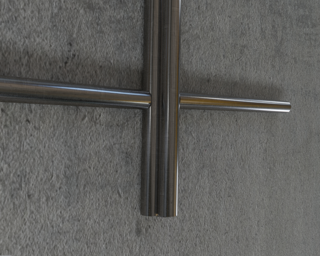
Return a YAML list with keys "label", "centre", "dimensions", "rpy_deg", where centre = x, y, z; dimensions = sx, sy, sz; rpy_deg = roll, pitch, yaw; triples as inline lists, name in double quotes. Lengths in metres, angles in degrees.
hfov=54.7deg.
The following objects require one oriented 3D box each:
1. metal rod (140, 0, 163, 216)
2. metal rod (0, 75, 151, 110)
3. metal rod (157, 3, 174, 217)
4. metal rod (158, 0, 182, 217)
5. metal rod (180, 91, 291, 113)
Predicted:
- label: "metal rod"
  centre: [-0.010, -0.039, 0.401]
  dimensions: [0.025, 0.025, 0.298]
  rpy_deg: [2, 89, -40]
- label: "metal rod"
  centre: [-0.134, -0.036, 0.294]
  dimensions: [0.302, 0.025, 0.025]
  rpy_deg: [0, 90, -40]
- label: "metal rod"
  centre: [0.009, -0.033, 0.417]
  dimensions: [0.025, 0.025, 0.298]
  rpy_deg: [2, 89, -40]
- label: "metal rod"
  centre: [0.013, -0.040, 0.392]
  dimensions: [0.025, 0.025, 0.298]
  rpy_deg: [2, 89, -40]
- label: "metal rod"
  centre: [0.135, -0.040, 0.522]
  dimensions: [0.302, 0.025, 0.025]
  rpy_deg: [-1, 91, -40]
